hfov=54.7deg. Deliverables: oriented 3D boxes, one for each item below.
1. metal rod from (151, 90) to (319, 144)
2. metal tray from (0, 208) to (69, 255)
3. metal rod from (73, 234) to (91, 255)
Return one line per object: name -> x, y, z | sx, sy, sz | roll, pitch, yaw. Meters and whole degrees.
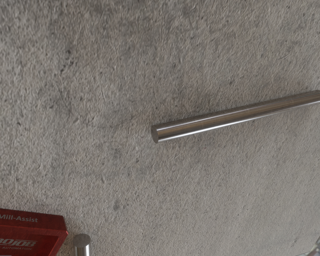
metal rod -> 0.130, -0.022, 0.466 | 0.303, 0.025, 0.025 | -13, 124, -22
metal tray -> -0.196, 0.147, 0.388 | 0.131, 0.030, 0.090 | 21, 107, -36
metal rod -> -0.125, 0.291, 0.519 | 0.025, 0.025, 0.298 | -9, 123, -24
